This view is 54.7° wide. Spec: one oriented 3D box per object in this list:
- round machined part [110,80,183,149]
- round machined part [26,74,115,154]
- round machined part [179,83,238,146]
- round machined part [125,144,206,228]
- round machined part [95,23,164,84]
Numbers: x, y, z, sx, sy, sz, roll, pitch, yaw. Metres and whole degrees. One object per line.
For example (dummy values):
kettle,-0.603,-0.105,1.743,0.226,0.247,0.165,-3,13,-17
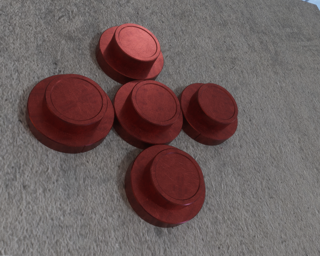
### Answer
round machined part,-0.013,-0.023,0.403,0.099,0.042,0.098,14,56,-21
round machined part,-0.099,-0.023,0.356,0.099,0.042,0.098,14,56,-21
round machined part,0.074,-0.026,0.452,0.099,0.042,0.098,14,56,-21
round machined part,0.012,0.063,0.363,0.099,0.042,0.098,14,56,-21
round machined part,-0.039,-0.110,0.442,0.099,0.042,0.098,14,56,-21
